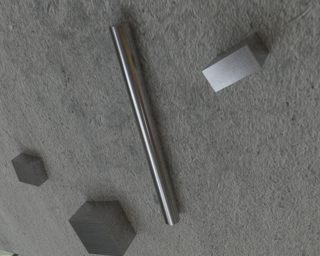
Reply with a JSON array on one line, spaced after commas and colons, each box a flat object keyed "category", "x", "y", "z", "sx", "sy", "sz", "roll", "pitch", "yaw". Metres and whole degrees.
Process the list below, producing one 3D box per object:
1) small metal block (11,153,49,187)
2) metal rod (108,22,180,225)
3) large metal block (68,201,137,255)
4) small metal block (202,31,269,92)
[{"category": "small metal block", "x": -0.244, "y": 0.078, "z": 0.580, "sx": 0.050, "sy": 0.025, "sz": 0.050, "roll": 8, "pitch": 122, "yaw": 23}, {"category": "metal rod", "x": -0.014, "y": 0.012, "z": 0.419, "sx": 0.025, "sy": 0.025, "sz": 0.298, "roll": 0, "pitch": 119, "yaw": 28}, {"category": "large metal block", "x": -0.101, "y": 0.178, "z": 0.552, "sx": 0.080, "sy": 0.050, "sz": 0.080, "roll": -10, "pitch": 114, "yaw": 32}, {"category": "small metal block", "x": 0.076, "y": -0.066, "z": 0.309, "sx": 0.050, "sy": 0.050, "sz": 0.025, "roll": -27, "pitch": 104, "yaw": 37}]
